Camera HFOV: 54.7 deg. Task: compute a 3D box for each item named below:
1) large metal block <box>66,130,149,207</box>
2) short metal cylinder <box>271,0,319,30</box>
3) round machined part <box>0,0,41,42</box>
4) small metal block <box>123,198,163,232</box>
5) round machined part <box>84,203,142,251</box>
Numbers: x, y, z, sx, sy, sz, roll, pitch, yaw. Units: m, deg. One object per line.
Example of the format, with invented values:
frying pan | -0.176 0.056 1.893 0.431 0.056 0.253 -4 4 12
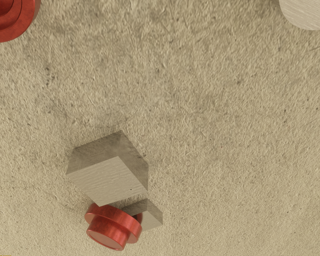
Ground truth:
large metal block | -0.071 0.059 0.440 0.080 0.050 0.080 -21 128 16
short metal cylinder | 0.140 -0.136 0.277 0.081 0.050 0.079 0 130 0
round machined part | -0.159 -0.132 0.281 0.099 0.042 0.097 -1 130 0
small metal block | -0.030 0.153 0.537 0.050 0.025 0.050 -25 126 19
round machined part | -0.083 0.169 0.516 0.098 0.042 0.097 17 143 13
